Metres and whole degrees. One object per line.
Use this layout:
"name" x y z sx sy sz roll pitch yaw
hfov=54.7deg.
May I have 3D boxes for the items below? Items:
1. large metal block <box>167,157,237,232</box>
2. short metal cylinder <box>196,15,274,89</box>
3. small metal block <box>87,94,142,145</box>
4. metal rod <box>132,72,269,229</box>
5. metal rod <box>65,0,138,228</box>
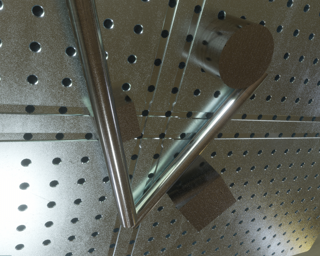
"large metal block" 0.066 0.108 0.500 0.080 0.050 0.080 -38 130 -3
"short metal cylinder" 0.094 -0.096 0.389 0.081 0.050 0.079 -14 125 -21
"small metal block" -0.055 -0.007 0.378 0.050 0.025 0.050 -22 127 -16
"metal rod" 0.050 0.033 0.460 0.299 0.025 0.025 -50 129 7
"metal rod" -0.057 0.007 0.353 0.025 0.025 0.298 -19 126 -18
